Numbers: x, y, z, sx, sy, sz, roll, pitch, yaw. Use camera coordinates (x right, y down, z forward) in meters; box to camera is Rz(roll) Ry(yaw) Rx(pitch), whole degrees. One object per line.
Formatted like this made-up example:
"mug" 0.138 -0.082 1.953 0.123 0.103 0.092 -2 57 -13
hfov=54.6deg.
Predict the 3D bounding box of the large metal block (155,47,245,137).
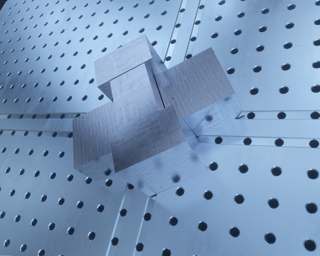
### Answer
"large metal block" 0.049 -0.042 0.392 0.080 0.050 0.080 -26 55 12

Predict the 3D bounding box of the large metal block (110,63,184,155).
"large metal block" -0.016 -0.020 0.394 0.050 0.080 0.080 -26 53 13

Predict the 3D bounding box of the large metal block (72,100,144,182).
"large metal block" -0.069 0.016 0.421 0.080 0.050 0.080 -24 53 14

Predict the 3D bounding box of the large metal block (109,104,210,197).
"large metal block" 0.001 0.029 0.355 0.080 0.080 0.050 -25 53 12

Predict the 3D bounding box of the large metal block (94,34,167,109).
"large metal block" -0.033 -0.070 0.433 0.080 0.080 0.050 -25 52 13
